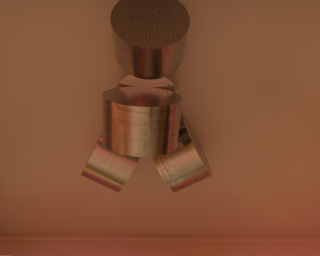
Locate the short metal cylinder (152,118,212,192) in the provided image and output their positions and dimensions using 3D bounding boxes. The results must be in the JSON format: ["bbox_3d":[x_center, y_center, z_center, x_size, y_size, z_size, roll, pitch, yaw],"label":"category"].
[{"bbox_3d":[0.026,0.034,0.393,0.050,0.080,0.080,-27,108,10],"label":"short metal cylinder"}]

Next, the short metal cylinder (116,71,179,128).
[{"bbox_3d":[-0.016,-0.035,0.382,0.081,0.050,0.079,0,110,0],"label":"short metal cylinder"}]

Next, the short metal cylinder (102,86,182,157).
[{"bbox_3d":[-0.019,-0.010,0.323,0.081,0.080,0.050,3,110,-1],"label":"short metal cylinder"}]

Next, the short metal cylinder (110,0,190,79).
[{"bbox_3d":[-0.011,-0.100,0.336,0.081,0.080,0.050,4,153,-2],"label":"short metal cylinder"}]

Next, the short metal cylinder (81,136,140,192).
[{"bbox_3d":[-0.058,0.034,0.392,0.050,0.080,0.080,28,108,-9],"label":"short metal cylinder"}]
